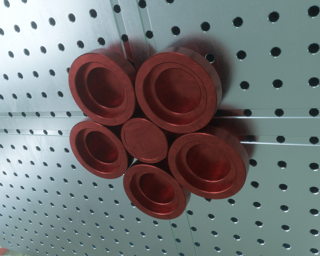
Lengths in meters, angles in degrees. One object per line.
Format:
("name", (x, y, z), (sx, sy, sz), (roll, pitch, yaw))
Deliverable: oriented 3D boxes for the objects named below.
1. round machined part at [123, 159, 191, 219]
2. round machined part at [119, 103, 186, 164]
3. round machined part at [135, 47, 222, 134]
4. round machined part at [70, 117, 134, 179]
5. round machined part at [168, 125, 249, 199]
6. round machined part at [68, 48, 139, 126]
("round machined part", (-0.001, 0.082, 0.451), (0.098, 0.042, 0.097), (13, 124, 21))
("round machined part", (-0.012, 0.008, 0.412), (0.098, 0.042, 0.097), (13, 124, 21))
("round machined part", (0.024, -0.046, 0.359), (0.098, 0.042, 0.097), (13, 124, 21))
("round machined part", (-0.080, 0.024, 0.457), (0.098, 0.042, 0.097), (13, 124, 21))
("round machined part", (0.063, 0.038, 0.391), (0.098, 0.042, 0.097), (13, 124, 21))
("round machined part", (-0.065, -0.055, 0.401), (0.098, 0.042, 0.097), (13, 124, 21))
